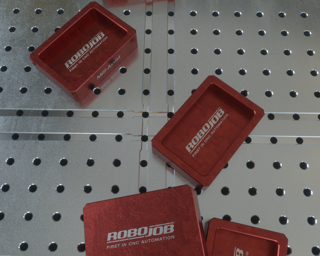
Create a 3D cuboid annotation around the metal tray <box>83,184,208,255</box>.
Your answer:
[{"bbox_3d":[-0.018,0.121,0.348,0.130,0.030,0.090,-13,70,11],"label":"metal tray"}]

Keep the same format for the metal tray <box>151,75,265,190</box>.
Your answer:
[{"bbox_3d":[0.062,0.004,0.408,0.090,0.030,0.130,38,74,12],"label":"metal tray"}]

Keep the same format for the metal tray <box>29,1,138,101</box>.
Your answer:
[{"bbox_3d":[-0.107,-0.113,0.449,0.090,0.030,0.130,38,74,13],"label":"metal tray"}]

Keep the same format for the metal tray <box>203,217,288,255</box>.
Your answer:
[{"bbox_3d":[0.087,0.175,0.345,0.090,0.030,0.130,12,70,4],"label":"metal tray"}]
